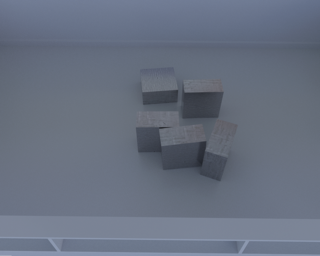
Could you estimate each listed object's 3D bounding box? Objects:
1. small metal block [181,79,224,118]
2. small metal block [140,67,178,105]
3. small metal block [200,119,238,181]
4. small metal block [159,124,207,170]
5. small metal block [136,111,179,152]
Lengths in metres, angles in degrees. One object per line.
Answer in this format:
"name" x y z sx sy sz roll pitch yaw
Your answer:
"small metal block" 0.056 -0.039 0.422 0.050 0.050 0.025 -1 50 -1
"small metal block" -0.002 -0.063 0.458 0.050 0.025 0.050 -5 50 -4
"small metal block" 0.070 0.026 0.367 0.025 0.050 0.050 17 52 13
"small metal block" 0.026 0.023 0.368 0.050 0.050 0.025 -6 51 -2
"small metal block" -0.003 0.005 0.384 0.050 0.050 0.025 0 50 0
